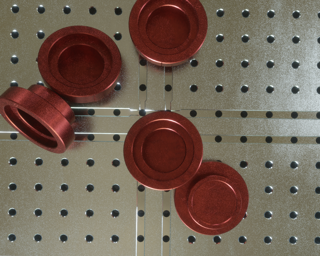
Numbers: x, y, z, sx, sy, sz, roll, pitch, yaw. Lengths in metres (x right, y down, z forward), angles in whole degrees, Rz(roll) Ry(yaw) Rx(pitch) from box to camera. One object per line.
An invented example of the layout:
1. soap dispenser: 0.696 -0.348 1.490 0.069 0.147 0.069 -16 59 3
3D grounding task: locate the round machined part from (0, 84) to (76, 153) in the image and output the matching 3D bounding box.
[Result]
1. round machined part: -0.145 -0.015 0.382 0.098 0.098 0.042 32 60 -1

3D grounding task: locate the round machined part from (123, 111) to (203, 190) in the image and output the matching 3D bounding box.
1. round machined part: 0.006 0.030 0.399 0.099 0.042 0.097 -1 82 7

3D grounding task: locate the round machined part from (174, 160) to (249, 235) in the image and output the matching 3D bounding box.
1. round machined part: 0.068 0.093 0.406 0.099 0.042 0.097 0 90 -1

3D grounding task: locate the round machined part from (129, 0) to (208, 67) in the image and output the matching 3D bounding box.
1. round machined part: 0.010 -0.129 0.405 0.099 0.042 0.097 0 90 -1

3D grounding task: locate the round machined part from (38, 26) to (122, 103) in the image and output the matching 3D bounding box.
1. round machined part: -0.099 -0.076 0.393 0.099 0.042 0.098 3 72 -10
